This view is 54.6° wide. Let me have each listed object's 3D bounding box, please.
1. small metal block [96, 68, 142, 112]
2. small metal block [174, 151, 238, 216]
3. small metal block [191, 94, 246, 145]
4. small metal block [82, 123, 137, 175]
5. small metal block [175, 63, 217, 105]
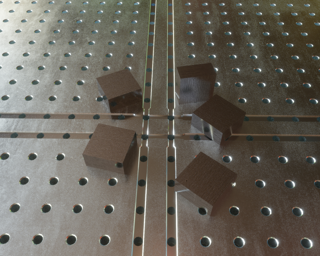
[{"bbox_3d":[-0.060,-0.057,0.455,0.050,0.025,0.050,-21,53,-17],"label":"small metal block"},{"bbox_3d":[0.052,0.063,0.356,0.050,0.025,0.050,32,57,24],"label":"small metal block"},{"bbox_3d":[0.078,-0.013,0.419,0.050,0.025,0.050,37,59,27],"label":"small metal block"},{"bbox_3d":[-0.061,0.025,0.386,0.050,0.025,0.050,12,51,9],"label":"small metal block"},{"bbox_3d":[0.050,-0.063,0.445,0.050,0.050,0.025,-8,51,-7],"label":"small metal block"}]
